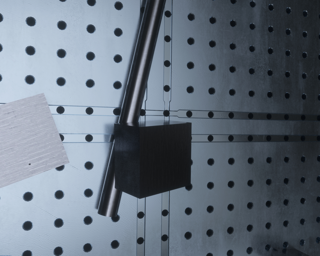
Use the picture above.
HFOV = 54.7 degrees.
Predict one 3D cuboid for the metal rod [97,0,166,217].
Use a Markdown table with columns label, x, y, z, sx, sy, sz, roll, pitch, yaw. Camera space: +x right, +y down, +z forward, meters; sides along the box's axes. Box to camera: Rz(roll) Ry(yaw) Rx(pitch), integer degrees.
| label | x | y | z | sx | sy | sz | roll | pitch | yaw |
| --- | --- | --- | --- | --- | --- | --- | --- | --- | --- |
| metal rod | -0.034 | -0.037 | 0.400 | 0.025 | 0.025 | 0.298 | 14 | 85 | -20 |

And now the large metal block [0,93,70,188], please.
| label | x | y | z | sx | sy | sz | roll | pitch | yaw |
| --- | --- | --- | --- | --- | --- | --- | --- | --- | --- |
| large metal block | -0.155 | 0.013 | 0.342 | 0.081 | 0.050 | 0.080 | -20 | 97 | -19 |

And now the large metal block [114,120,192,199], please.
| label | x | y | z | sx | sy | sz | roll | pitch | yaw |
| --- | --- | --- | --- | --- | --- | --- | --- | --- | --- |
| large metal block | -0.008 | 0.033 | 0.380 | 0.081 | 0.050 | 0.079 | -5 | 98 | -40 |

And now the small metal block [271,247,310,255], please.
| label | x | y | z | sx | sy | sz | roll | pitch | yaw |
| --- | --- | --- | --- | --- | --- | --- | --- | --- | --- |
| small metal block | 0.209 | 0.208 | 0.479 | 0.050 | 0.050 | 0.025 | 12 | 86 | -20 |
